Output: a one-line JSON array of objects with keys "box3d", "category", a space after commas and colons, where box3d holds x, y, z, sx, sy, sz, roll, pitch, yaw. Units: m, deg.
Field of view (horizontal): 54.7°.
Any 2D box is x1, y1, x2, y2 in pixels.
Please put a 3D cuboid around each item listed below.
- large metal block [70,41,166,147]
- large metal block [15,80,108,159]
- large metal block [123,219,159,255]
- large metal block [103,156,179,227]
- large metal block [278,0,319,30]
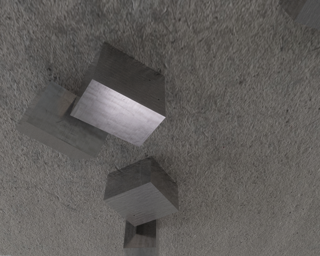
[{"box3d": [-0.042, -0.037, 0.339, 0.080, 0.080, 0.050, 27, 125, -21], "category": "large metal block"}, {"box3d": [-0.112, -0.004, 0.362, 0.080, 0.050, 0.080, 33, 158, -25], "category": "large metal block"}, {"box3d": [-0.029, 0.188, 0.531, 0.050, 0.080, 0.079, -2, 130, 2], "category": "large metal block"}, {"box3d": [-0.026, 0.099, 0.474, 0.080, 0.050, 0.080, -25, 126, 19], "category": "large metal block"}, {"box3d": [0.171, -0.132, 0.280, 0.081, 0.050, 0.079, 13, 129, -11], "category": "large metal block"}]
